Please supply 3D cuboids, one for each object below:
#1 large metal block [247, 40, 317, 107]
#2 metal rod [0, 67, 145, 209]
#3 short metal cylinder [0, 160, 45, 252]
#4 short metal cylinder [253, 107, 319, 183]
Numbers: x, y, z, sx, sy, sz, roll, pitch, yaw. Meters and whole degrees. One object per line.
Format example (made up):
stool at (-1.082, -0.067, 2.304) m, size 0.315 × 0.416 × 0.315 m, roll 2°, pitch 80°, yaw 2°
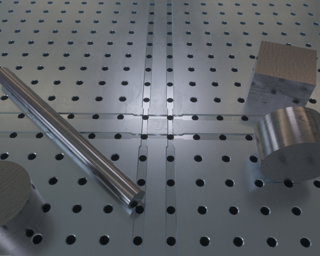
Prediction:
large metal block at (0.180, -0.079, 0.459) m, size 0.080 × 0.050 × 0.080 m, roll 14°, pitch 51°, yaw 11°
metal rod at (-0.133, -0.001, 0.407) m, size 0.300 × 0.025 × 0.025 m, roll 37°, pitch 59°, yaw 27°
short metal cylinder at (-0.168, 0.081, 0.322) m, size 0.080 × 0.050 × 0.080 m, roll 0°, pitch 50°, yaw 0°
short metal cylinder at (0.152, 0.021, 0.355) m, size 0.080 × 0.080 × 0.050 m, roll 1°, pitch 50°, yaw 1°
